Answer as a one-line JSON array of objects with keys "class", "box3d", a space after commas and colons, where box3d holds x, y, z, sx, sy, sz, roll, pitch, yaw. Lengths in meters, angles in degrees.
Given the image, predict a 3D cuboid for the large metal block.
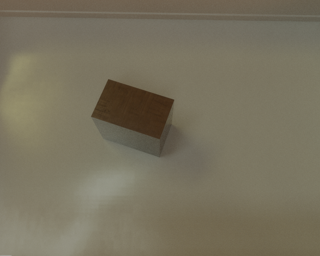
[{"class": "large metal block", "box3d": [-0.030, -0.009, 0.383, 0.080, 0.080, 0.050, 18, 71, 6]}]
